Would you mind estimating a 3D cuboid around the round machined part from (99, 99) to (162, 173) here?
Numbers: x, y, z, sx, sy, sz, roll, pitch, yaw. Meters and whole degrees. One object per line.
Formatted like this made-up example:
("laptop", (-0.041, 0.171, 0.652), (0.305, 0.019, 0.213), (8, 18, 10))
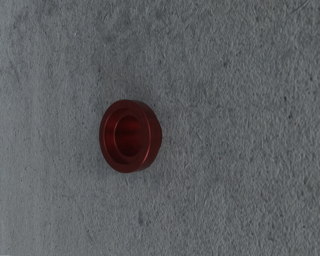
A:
("round machined part", (-0.036, 0.011, 0.425), (0.098, 0.042, 0.097), (0, 90, 40))
